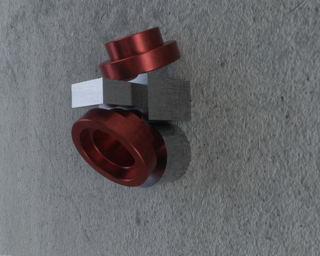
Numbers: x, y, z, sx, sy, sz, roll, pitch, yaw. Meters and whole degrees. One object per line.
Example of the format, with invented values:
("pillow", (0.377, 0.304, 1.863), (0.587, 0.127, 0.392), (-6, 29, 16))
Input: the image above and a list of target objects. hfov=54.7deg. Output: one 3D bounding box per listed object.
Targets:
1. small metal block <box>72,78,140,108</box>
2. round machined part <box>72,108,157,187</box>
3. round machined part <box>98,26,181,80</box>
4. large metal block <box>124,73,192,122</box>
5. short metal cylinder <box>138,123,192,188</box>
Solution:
("small metal block", (-0.058, -0.035, 0.331), (0.050, 0.050, 0.025), (-3, 88, 40))
("round machined part", (-0.046, 0.017, 0.345), (0.098, 0.042, 0.097), (21, 139, 20))
("round machined part", (-0.028, -0.092, 0.375), (0.098, 0.099, 0.042), (-3, 113, 39))
("large metal block", (-0.018, -0.032, 0.382), (0.080, 0.081, 0.050), (-2, 89, 39))
("short metal cylinder", (-0.007, 0.032, 0.395), (0.080, 0.050, 0.079), (0, 90, 39))
